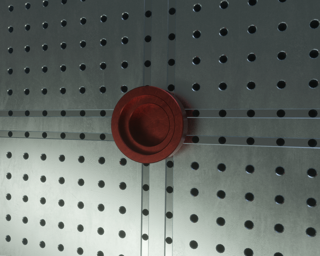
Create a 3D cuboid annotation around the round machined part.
[{"bbox_3d":[-0.011,-0.004,0.407,0.098,0.042,0.097,0,90,20],"label":"round machined part"}]
